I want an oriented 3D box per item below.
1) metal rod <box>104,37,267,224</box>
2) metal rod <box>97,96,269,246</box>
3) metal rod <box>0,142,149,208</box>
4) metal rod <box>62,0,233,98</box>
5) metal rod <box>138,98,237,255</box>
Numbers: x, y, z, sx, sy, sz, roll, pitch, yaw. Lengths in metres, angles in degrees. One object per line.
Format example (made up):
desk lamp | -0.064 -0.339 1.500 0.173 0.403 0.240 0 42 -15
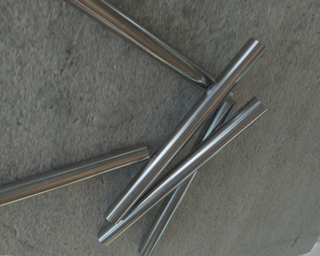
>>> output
metal rod | 0.025 0.012 0.402 0.025 0.025 0.299 30 106 -38
metal rod | 0.020 0.068 0.422 0.299 0.025 0.025 -43 131 17
metal rod | -0.156 0.070 0.365 0.302 0.025 0.025 -16 125 -20
metal rod | -0.017 -0.096 0.339 0.301 0.025 0.025 25 104 -37
metal rod | 0.032 0.087 0.463 0.025 0.025 0.298 8 119 -32
